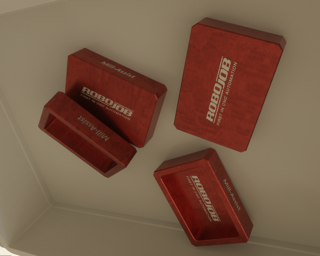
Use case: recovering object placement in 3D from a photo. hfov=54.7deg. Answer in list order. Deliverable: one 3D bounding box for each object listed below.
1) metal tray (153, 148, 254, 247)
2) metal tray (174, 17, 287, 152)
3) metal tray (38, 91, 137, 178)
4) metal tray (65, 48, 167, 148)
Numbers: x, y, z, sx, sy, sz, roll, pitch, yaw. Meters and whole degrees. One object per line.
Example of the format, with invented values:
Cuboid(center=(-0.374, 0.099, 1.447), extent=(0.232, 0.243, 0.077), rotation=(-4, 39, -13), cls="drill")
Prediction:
Cuboid(center=(0.059, 0.099, 0.427), extent=(0.090, 0.030, 0.130), rotation=(-21, 102, 35), cls="metal tray")
Cuboid(center=(0.071, -0.044, 0.341), extent=(0.090, 0.030, 0.129), rotation=(20, 126, 16), cls="metal tray")
Cuboid(center=(-0.105, 0.015, 0.439), extent=(0.130, 0.030, 0.090), rotation=(39, 149, -9), cls="metal tray")
Cuboid(center=(-0.064, -0.039, 0.415), extent=(0.130, 0.030, 0.089), rotation=(27, 128, 11), cls="metal tray")
